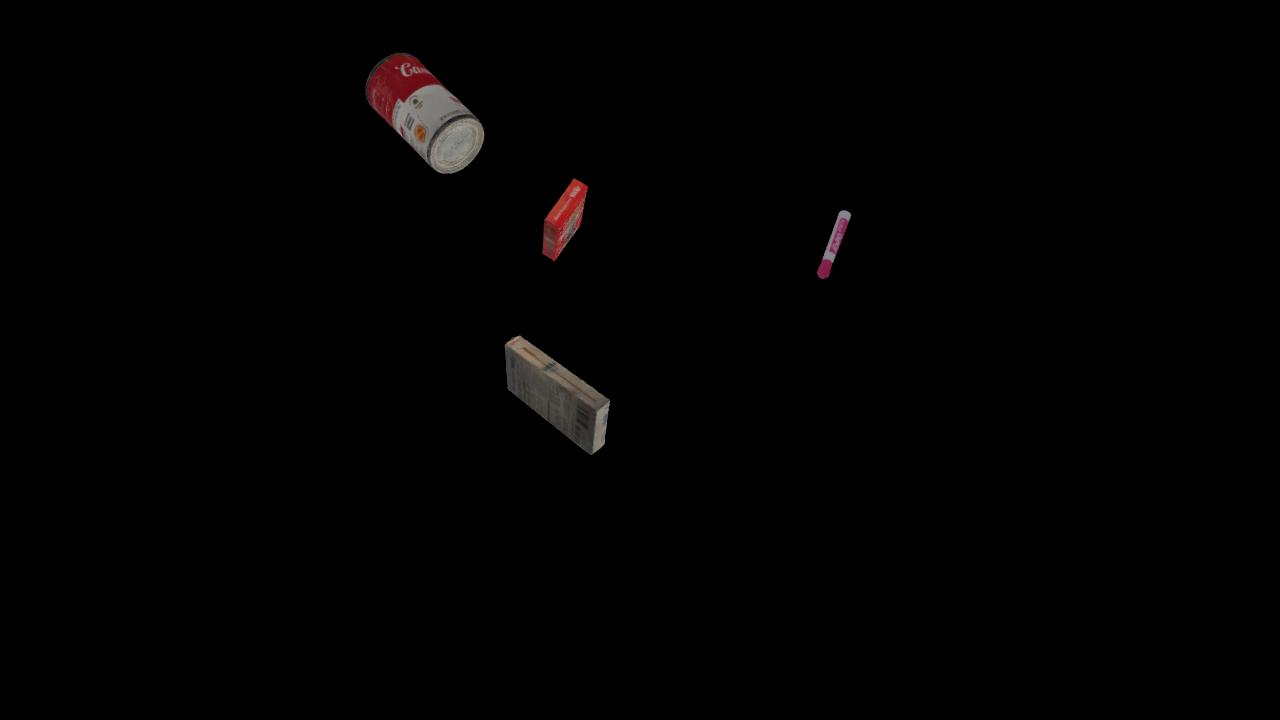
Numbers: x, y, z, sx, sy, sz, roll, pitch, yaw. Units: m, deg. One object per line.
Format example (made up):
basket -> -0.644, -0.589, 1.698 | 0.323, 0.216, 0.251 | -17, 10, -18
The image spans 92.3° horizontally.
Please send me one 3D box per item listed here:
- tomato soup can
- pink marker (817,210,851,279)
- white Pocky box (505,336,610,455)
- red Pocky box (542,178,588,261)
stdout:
tomato soup can -> -0.211, -0.242, 0.607 | 0.068, 0.101, 0.068 | -42, -11, -10
pink marker -> 0.296, -0.176, 0.940 | 0.020, 0.121, 0.020 | 22, -18, 8
white Pocky box -> -0.104, 0.042, 0.750 | 0.154, 0.084, 0.028 | 34, 49, 24
red Pocky box -> -0.119, -0.214, 0.961 | 0.028, 0.083, 0.155 | 34, -13, -3
